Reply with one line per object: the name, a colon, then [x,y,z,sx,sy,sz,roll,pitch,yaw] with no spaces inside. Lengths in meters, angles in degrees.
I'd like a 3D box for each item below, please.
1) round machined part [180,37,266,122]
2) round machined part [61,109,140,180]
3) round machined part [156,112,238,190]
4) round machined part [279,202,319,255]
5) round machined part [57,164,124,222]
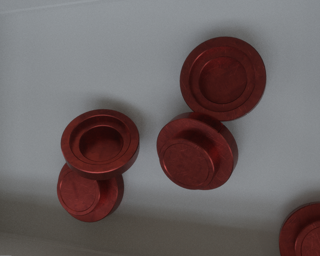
round machined part: [0.077,-0.056,0.374,0.098,0.042,0.097,0,90,19]
round machined part: [-0.076,0.025,0.410,0.099,0.042,0.098,2,54,-2]
round machined part: [0.038,0.034,0.366,0.098,0.042,0.097,14,122,24]
round machined part: [0.180,0.130,0.331,0.098,0.042,0.097,-3,81,19]
round machined part: [-0.104,0.085,0.437,0.098,0.042,0.097,0,90,19]
